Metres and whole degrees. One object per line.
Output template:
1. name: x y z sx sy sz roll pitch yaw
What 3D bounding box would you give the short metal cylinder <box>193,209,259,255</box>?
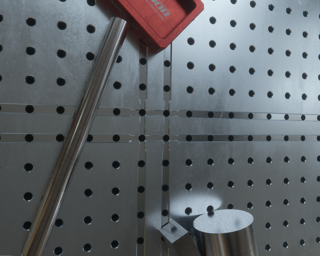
1. short metal cylinder: 0.088 0.149 0.418 0.081 0.080 0.050 -11 94 -20

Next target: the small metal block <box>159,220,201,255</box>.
1. small metal block: 0.028 0.157 0.411 0.025 0.050 0.050 -30 100 -16

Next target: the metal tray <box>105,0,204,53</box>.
1. metal tray: -0.016 -0.176 0.404 0.130 0.030 0.090 45 76 -15

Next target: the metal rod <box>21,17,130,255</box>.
1. metal rod: -0.099 0.006 0.376 0.025 0.025 0.299 22 83 -19
